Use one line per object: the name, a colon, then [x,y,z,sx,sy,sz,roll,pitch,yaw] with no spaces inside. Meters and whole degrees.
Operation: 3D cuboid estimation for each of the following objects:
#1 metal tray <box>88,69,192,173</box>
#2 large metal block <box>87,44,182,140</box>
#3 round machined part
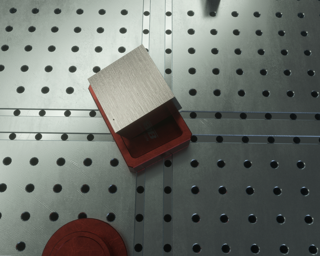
metal tray: [-0.027,-0.018,0.415,0.090,0.030,0.130,-26,72,-10]
large metal block: [-0.030,-0.043,0.389,0.080,0.050,0.080,-31,73,6]
round machined part: [-0.085,0.151,0.346,0.099,0.042,0.098,0,70,-1]
